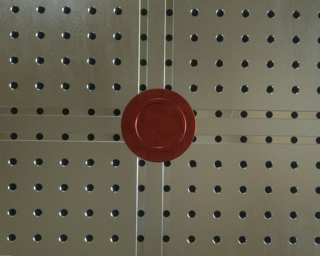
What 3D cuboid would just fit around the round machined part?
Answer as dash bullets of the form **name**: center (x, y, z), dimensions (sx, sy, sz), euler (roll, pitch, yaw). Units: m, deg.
- **round machined part**: center (-0.002, -0.003, 0.404), dimensions (0.099, 0.042, 0.097), euler (0, 90, -1)
